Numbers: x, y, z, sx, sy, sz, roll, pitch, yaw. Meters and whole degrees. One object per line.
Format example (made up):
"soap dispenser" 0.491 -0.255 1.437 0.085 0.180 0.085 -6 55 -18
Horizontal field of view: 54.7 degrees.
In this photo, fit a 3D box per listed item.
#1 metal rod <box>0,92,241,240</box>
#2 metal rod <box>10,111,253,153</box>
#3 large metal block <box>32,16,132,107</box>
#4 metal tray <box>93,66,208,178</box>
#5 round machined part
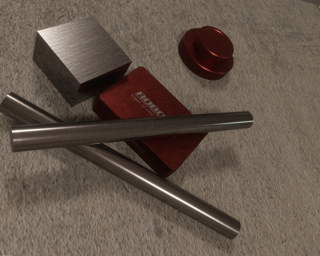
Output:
"metal rod" -0.037 0.048 0.355 0.301 0.025 0.025 31 52 -9
"metal rod" -0.007 -0.001 0.362 0.303 0.025 0.025 -5 64 -31
"large metal block" -0.097 -0.085 0.388 0.081 0.050 0.080 -35 81 -39
"metal tray" -0.010 -0.011 0.403 0.130 0.030 0.090 44 51 2
"round machined part" 0.084 -0.132 0.521 0.099 0.042 0.098 14 56 -21
